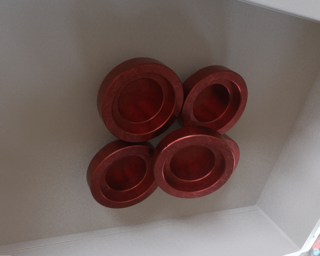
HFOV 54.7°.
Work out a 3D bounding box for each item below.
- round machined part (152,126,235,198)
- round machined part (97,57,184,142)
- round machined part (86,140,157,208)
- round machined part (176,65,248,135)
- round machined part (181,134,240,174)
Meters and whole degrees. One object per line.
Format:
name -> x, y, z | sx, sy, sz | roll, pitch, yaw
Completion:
round machined part -> 0.039, 0.038, 0.387 | 0.099, 0.042, 0.097 | -3, 122, -5
round machined part -> -0.025, -0.035, 0.361 | 0.099, 0.042, 0.097 | -14, 125, -21
round machined part -> -0.047, 0.054, 0.404 | 0.099, 0.042, 0.097 | -14, 125, -21
round machined part -> 0.063, -0.036, 0.409 | 0.099, 0.042, 0.097 | -14, 125, -21
round machined part -> 0.066, 0.046, 0.462 | 0.099, 0.042, 0.097 | -14, 125, -21
